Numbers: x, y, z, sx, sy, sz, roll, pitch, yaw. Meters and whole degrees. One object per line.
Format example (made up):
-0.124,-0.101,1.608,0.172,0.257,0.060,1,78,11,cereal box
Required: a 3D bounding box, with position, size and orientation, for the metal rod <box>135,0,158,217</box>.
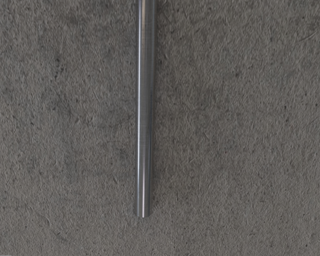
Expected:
-0.019,-0.016,0.403,0.025,0.025,0.298,2,110,-1,metal rod
